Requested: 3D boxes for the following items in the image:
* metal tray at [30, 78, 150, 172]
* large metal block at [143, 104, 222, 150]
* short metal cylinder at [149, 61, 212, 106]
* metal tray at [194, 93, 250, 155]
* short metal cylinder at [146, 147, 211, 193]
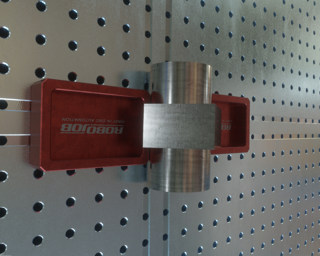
[{"bbox_3d":[-0.072,-0.002,0.345,0.131,0.030,0.089,1,89,-40],"label":"metal tray"},{"bbox_3d":[0.031,-0.001,0.380,0.080,0.080,0.050,7,85,-74],"label":"large metal block"},{"bbox_3d":[0.025,-0.051,0.394,0.081,0.080,0.050,2,89,-40],"label":"short metal cylinder"},{"bbox_3d":[0.089,-0.006,0.480,0.131,0.030,0.089,1,89,-40],"label":"metal tray"},{"bbox_3d":[0.023,0.049,0.393,0.081,0.080,0.050,2,89,-40],"label":"short metal cylinder"}]
